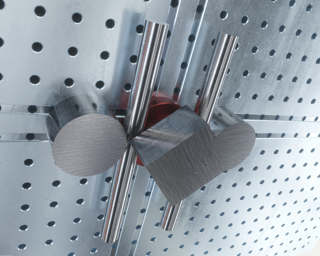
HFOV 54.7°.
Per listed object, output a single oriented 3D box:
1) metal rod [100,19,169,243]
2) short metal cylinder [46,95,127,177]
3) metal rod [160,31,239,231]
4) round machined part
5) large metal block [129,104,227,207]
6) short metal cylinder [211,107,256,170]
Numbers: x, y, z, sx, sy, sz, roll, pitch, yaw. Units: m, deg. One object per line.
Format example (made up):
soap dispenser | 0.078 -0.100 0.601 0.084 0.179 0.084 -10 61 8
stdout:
metal rod | -0.037 0.023 0.377 0.025 0.025 0.298 0 118 -29
short metal cylinder | -0.085 0.008 0.354 0.081 0.050 0.079 -14 124 -21
metal rod | 0.046 0.021 0.422 0.025 0.025 0.298 0 119 -29
round machined part | 0.000 0.012 0.408 0.099 0.042 0.097 -14 124 -21
large metal block | 0.023 0.033 0.366 0.080 0.050 0.080 -33 129 -7
short metal cylinder | 0.091 0.016 0.453 0.081 0.050 0.079 -14 124 -21
